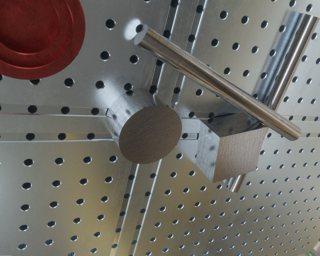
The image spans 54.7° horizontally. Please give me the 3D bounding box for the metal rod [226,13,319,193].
[{"bbox_3d":[0.169,-0.025,0.487,0.025,0.025,0.298,3,117,-30],"label":"metal rod"}]

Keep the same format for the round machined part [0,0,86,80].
[{"bbox_3d":[-0.120,-0.096,0.275,0.099,0.042,0.097,-14,124,-21],"label":"round machined part"}]

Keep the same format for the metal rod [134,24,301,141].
[{"bbox_3d":[0.096,-0.046,0.414,0.302,0.025,0.025,25,105,-31],"label":"metal rod"}]

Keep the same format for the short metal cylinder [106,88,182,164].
[{"bbox_3d":[-0.020,-0.003,0.382,0.081,0.050,0.079,-14,124,-21],"label":"short metal cylinder"}]

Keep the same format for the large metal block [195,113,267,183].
[{"bbox_3d":[0.105,0.028,0.469,0.081,0.050,0.079,-11,123,-23],"label":"large metal block"}]
